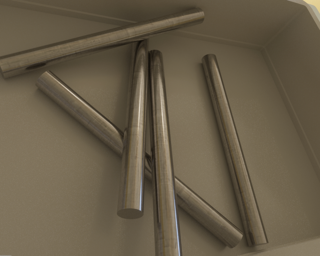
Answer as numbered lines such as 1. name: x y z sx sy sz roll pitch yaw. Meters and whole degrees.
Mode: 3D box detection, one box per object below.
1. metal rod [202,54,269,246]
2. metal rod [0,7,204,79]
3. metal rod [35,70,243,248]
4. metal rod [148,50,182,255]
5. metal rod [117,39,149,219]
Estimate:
1. metal rod: 0.103 0.014 0.454 0.025 0.025 0.299 6 59 -26
2. metal rod: -0.060 -0.123 0.421 0.302 0.025 0.025 -25 75 -28
3. metal rod: -0.023 0.038 0.370 0.300 0.025 0.025 40 51 -1
4. metal rod: 0.000 0.008 0.375 0.025 0.025 0.300 14 48 -21
5. metal rod: -0.029 -0.034 0.388 0.025 0.025 0.300 17 48 -19
